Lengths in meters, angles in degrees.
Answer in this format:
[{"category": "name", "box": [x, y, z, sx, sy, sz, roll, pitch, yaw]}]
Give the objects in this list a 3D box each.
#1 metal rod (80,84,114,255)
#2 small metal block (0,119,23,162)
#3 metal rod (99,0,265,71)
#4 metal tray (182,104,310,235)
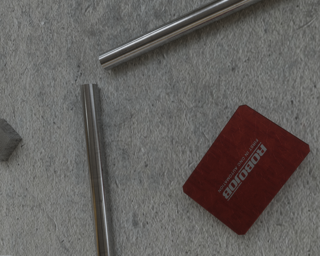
[{"category": "metal rod", "box": [-0.086, 0.087, 0.439, 0.025, 0.025, 0.298, -7, 88, 20]}, {"category": "small metal block", "box": [-0.260, 0.020, 0.501, 0.050, 0.025, 0.050, 42, 103, 15]}, {"category": "metal rod", "box": [0.055, -0.140, 0.389, 0.300, 0.025, 0.025, -20, 84, 18]}, {"category": "metal tray", "box": [0.100, 0.049, 0.371, 0.090, 0.030, 0.129, 36, 101, 16]}]
